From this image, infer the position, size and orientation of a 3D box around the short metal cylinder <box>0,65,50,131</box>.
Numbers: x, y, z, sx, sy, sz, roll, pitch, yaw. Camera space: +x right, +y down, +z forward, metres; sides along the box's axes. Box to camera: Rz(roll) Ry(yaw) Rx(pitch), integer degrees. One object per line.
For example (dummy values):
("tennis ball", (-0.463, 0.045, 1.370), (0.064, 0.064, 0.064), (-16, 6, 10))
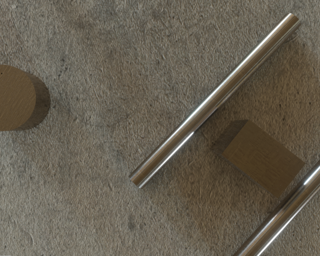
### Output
("short metal cylinder", (-0.189, -0.036, 0.395), (0.081, 0.050, 0.079), (0, 90, -1))

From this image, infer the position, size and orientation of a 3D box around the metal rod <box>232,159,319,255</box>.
("metal rod", (0.189, 0.088, 0.412), (0.025, 0.025, 0.300), (42, 90, -1))

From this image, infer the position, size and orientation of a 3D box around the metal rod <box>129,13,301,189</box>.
("metal rod", (0.072, -0.036, 0.410), (0.025, 0.025, 0.300), (44, 90, -1))

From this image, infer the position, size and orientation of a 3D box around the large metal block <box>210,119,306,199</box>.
("large metal block", (0.115, 0.034, 0.384), (0.080, 0.080, 0.050), (38, 90, -1))
